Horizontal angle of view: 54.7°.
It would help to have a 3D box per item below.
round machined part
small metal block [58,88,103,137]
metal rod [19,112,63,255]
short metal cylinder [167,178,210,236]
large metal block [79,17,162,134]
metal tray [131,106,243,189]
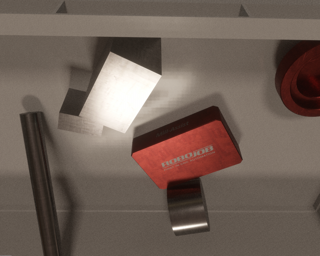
[{"bbox_3d":[0.179,-0.063,0.347,0.099,0.042,0.097,-1,130,0],"label":"round machined part"},{"bbox_3d":[-0.091,-0.019,0.375,0.050,0.050,0.025,12,129,-10],"label":"small metal block"},{"bbox_3d":[-0.152,0.127,0.420,0.025,0.025,0.298,-5,100,3],"label":"metal rod"},{"bbox_3d":[0.044,0.122,0.477,0.050,0.080,0.080,-11,129,9],"label":"short metal cylinder"},{"bbox_3d":[-0.040,-0.056,0.325,0.050,0.080,0.080,23,126,-18],"label":"large metal block"},{"bbox_3d":[0.037,0.032,0.434,0.130,0.030,0.090,-23,127,17],"label":"metal tray"}]
